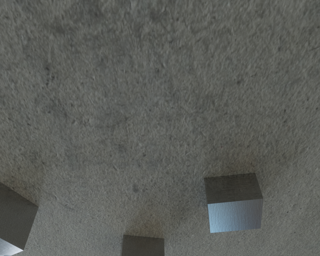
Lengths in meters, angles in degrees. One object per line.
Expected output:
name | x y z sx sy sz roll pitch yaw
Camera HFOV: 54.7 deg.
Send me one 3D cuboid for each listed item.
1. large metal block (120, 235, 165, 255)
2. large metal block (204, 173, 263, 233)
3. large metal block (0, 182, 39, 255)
large metal block | -0.036 0.256 0.589 0.081 0.080 0.050 8 130 -7
large metal block | 0.116 0.121 0.496 0.080 0.050 0.080 -7 130 5
large metal block | -0.253 0.148 0.493 0.050 0.080 0.080 -26 126 20
